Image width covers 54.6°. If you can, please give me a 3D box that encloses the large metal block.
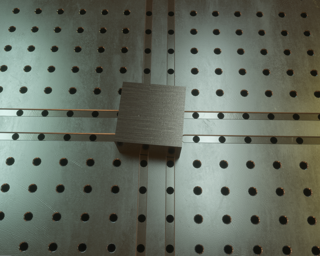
[{"bbox_3d":[-0.011,-0.010,0.402,0.080,0.050,0.080,5,70,2],"label":"large metal block"}]
